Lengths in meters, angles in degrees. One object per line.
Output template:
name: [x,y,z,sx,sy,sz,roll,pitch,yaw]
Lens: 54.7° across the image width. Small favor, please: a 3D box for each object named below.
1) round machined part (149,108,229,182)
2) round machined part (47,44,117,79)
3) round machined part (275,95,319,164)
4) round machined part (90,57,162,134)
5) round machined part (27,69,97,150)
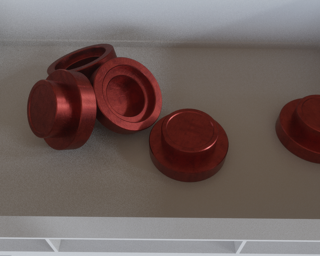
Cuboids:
round machined part: [0.036,0.014,0.383,0.099,0.042,0.098,0,50,0]
round machined part: [-0.106,-0.082,0.447,0.098,0.042,0.098,-13,33,9]
round machined part: [0.206,-0.005,0.401,0.099,0.042,0.098,0,50,0]
round machined part: [-0.049,-0.039,0.405,0.099,0.042,0.098,11,70,-34]
round machined part: [-0.123,-0.022,0.371,0.042,0.097,0.098,0,38,-49]
